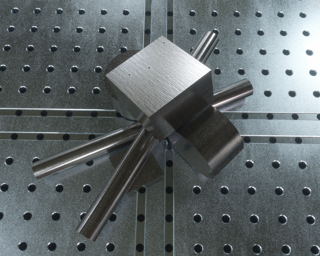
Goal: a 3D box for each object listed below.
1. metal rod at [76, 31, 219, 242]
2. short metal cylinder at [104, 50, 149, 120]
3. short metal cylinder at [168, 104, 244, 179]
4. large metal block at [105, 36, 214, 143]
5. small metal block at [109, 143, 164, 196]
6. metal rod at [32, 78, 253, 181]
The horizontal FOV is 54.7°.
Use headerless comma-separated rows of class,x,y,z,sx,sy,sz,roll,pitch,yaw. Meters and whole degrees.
metal rod,-0.005,-0.004,0.383,0.025,0.025,0.300,29,72,10
short metal cylinder,-0.031,-0.057,0.415,0.081,0.050,0.080,0,70,0
short metal cylinder,0.053,0.015,0.374,0.050,0.080,0.080,-42,75,-13
large metal block,0.001,-0.045,0.344,0.080,0.050,0.080,-38,57,-12
small metal block,-0.029,0.050,0.389,0.050,0.025,0.050,-26,72,-10
metal rod,-0.016,-0.001,0.408,0.302,0.025,0.025,-22,72,-8
